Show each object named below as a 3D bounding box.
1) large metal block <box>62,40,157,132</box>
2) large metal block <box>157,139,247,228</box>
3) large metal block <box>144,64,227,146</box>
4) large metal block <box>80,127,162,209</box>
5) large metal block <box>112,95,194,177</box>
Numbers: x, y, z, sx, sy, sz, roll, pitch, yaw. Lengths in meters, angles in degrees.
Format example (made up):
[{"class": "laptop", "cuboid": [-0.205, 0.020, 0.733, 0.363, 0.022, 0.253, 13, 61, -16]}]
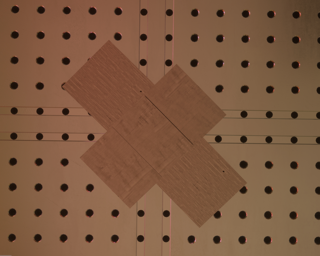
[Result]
[{"class": "large metal block", "cuboid": [-0.061, -0.050, 0.397, 0.080, 0.050, 0.080, 45, 91, -1]}, {"class": "large metal block", "cuboid": [0.050, 0.065, 0.402, 0.080, 0.050, 0.080, -44, 91, 1]}, {"class": "large metal block", "cuboid": [0.028, -0.026, 0.387, 0.050, 0.080, 0.080, -44, 91, 0]}, {"class": "large metal block", "cuboid": [-0.044, 0.044, 0.386, 0.050, 0.080, 0.080, -44, 91, 0]}, {"class": "large metal block", "cuboid": [-0.008, 0.009, 0.386, 0.050, 0.080, 0.080, -44, 91, 0]}]
